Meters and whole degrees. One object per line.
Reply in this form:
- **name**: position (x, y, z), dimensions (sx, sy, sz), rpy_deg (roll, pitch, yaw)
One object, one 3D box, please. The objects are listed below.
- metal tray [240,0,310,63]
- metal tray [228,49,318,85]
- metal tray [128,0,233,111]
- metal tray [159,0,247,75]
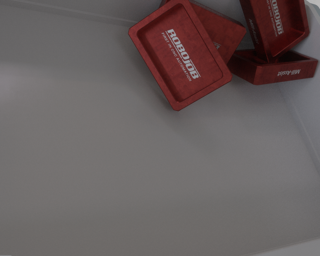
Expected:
- **metal tray**: position (0.189, -0.183, 0.503), dimensions (0.090, 0.130, 0.030), rpy_deg (-37, 39, -2)
- **metal tray**: position (0.186, -0.109, 0.527), dimensions (0.131, 0.030, 0.090), rpy_deg (-10, 32, -24)
- **metal tray**: position (0.028, -0.100, 0.422), dimensions (0.130, 0.090, 0.030), rpy_deg (59, 15, -3)
- **metal tray**: position (0.052, -0.140, 0.474), dimensions (0.131, 0.089, 0.030), rpy_deg (17, 32, -18)
